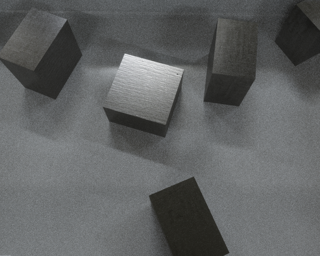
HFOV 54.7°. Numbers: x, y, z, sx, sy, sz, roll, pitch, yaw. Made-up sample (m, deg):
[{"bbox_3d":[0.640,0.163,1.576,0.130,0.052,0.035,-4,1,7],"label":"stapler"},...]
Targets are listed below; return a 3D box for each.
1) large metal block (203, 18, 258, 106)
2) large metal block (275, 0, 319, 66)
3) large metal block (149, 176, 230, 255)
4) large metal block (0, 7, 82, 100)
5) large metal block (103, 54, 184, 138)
[{"bbox_3d":[0.092,-0.084,0.412,0.050,0.080,0.080,8,70,3],"label":"large metal block"},{"bbox_3d":[0.222,-0.143,0.434,0.080,0.080,0.050,-28,73,-10],"label":"large metal block"},{"bbox_3d":[0.028,0.107,0.341,0.050,0.080,0.080,-22,72,-8],"label":"large metal block"},{"bbox_3d":[-0.155,-0.097,0.415,0.050,0.080,0.080,22,72,8],"label":"large metal block"},{"bbox_3d":[-0.020,-0.042,0.411,0.080,0.050,0.080,16,71,6],"label":"large metal block"}]
